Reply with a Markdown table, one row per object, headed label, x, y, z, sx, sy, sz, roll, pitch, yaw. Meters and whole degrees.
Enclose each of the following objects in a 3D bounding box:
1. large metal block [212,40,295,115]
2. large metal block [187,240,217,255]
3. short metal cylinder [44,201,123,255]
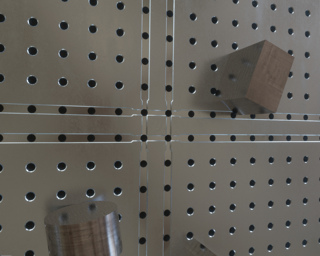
| label | x | y | z | sx | sy | sz | roll | pitch | yaw |
| --- | --- | --- | --- | --- | --- | --- | --- | --- | --- |
| large metal block | 0.127 | -0.065 | 0.430 | 0.050 | 0.080 | 0.080 | 24 | 82 | -19 |
| large metal block | 0.067 | 0.218 | 0.424 | 0.080 | 0.050 | 0.080 | 42 | 77 | -15 |
| short metal cylinder | -0.086 | 0.119 | 0.352 | 0.081 | 0.080 | 0.050 | -8 | 93 | -20 |
